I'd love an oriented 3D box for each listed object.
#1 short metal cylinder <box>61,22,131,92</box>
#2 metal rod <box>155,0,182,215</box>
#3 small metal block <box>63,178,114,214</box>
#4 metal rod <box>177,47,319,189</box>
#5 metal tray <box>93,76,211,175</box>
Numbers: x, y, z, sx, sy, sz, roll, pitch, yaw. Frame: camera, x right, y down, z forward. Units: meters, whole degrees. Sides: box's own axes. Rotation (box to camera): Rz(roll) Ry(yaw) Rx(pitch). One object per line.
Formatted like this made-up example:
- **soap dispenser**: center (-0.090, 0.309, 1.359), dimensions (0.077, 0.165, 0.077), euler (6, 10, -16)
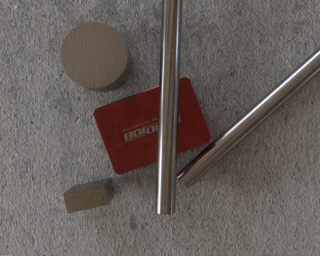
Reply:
- **short metal cylinder**: center (-0.079, -0.088, 0.397), dimensions (0.081, 0.050, 0.079), euler (0, 90, 0)
- **metal rod**: center (0.011, -0.047, 0.379), dimensions (0.025, 0.025, 0.298), euler (2, 90, 0)
- **small metal block**: center (-0.089, 0.085, 0.397), dimensions (0.050, 0.050, 0.025), euler (-12, 90, 0)
- **metal rod**: center (0.142, -0.029, 0.410), dimensions (0.300, 0.025, 0.025), euler (-41, 90, 0)
- **metal tray**: center (-0.010, -0.003, 0.407), dimensions (0.131, 0.030, 0.090), euler (-20, 90, 0)
